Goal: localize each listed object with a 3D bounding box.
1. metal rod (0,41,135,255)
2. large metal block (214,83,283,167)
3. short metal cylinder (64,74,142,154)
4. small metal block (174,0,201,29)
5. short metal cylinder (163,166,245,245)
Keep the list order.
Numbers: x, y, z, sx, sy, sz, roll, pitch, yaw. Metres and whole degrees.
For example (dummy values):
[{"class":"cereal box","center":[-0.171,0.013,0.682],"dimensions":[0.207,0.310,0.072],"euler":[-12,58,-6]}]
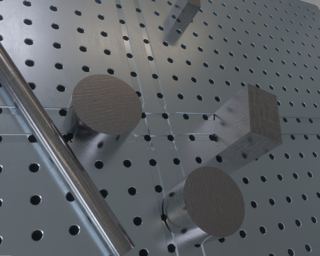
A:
[{"class":"metal rod","center":[-0.123,0.007,0.337],"dimensions":[0.025,0.025,0.299],"euler":[-29,78,-37]},{"class":"large metal block","center":[0.121,-0.002,0.440],"dimensions":[0.050,0.080,0.080],"euler":[20,54,-17]},{"class":"short metal cylinder","center":[-0.068,-0.016,0.366],"dimensions":[0.081,0.050,0.080],"euler":[14,56,-21]},{"class":"small metal block","center":[0.047,-0.216,0.549],"dimensions":[0.025,0.050,0.050],"euler":[14,56,-21]},{"class":"short metal cylinder","center":[0.051,0.092,0.364],"dimensions":[0.081,0.050,0.080],"euler":[14,56,-21]}]
